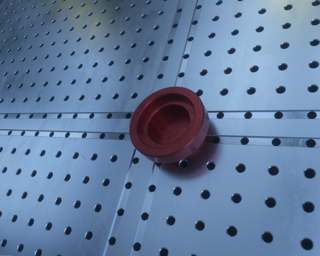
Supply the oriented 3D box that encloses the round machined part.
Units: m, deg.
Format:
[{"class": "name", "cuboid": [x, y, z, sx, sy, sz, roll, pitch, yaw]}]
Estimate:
[{"class": "round machined part", "cuboid": [0.014, 0.000, 0.389, 0.098, 0.042, 0.098, -13, 56, 20]}]
